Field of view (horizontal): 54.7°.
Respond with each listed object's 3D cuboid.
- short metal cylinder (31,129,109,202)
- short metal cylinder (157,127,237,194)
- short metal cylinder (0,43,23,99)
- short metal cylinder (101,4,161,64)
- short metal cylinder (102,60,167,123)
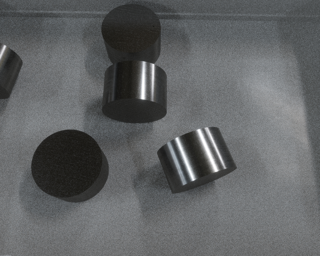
[{"bbox_3d":[-0.107,0.048,0.378,0.081,0.050,0.080,0,70,0],"label":"short metal cylinder"},{"bbox_3d":[0.043,0.039,0.367,0.081,0.080,0.050,-19,72,-7],"label":"short metal cylinder"},{"bbox_3d":[-0.231,-0.079,0.406,0.080,0.080,0.050,11,71,3],"label":"short metal cylinder"},{"bbox_3d":[-0.039,-0.128,0.443,0.081,0.050,0.080,0,70,0],"label":"short metal cylinder"},{"bbox_3d":[-0.032,-0.043,0.396,0.081,0.080,0.050,1,70,0],"label":"short metal cylinder"}]
